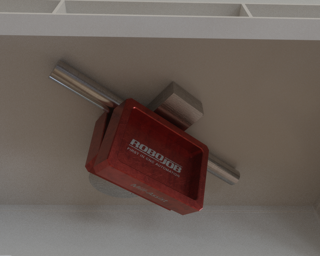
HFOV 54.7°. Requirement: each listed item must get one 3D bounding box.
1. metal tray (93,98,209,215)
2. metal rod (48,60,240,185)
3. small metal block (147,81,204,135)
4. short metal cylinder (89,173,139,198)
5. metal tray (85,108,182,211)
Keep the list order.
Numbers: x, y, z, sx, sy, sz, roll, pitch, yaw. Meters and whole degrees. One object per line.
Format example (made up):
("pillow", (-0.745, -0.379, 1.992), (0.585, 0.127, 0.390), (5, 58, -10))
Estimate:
("metal tray", (-0.003, 0.035, 0.361), (0.131, 0.090, 0.030), (32, 140, -25))
("metal rod", (-0.003, 0.005, 0.413), (0.301, 0.025, 0.025), (32, 123, -25))
("small metal block", (0.018, -0.022, 0.389), (0.050, 0.025, 0.050), (33, 122, -26))
("short metal cylinder", (-0.052, 0.055, 0.429), (0.080, 0.050, 0.080), (4, 137, 4))
("metal tray", (-0.025, 0.040, 0.399), (0.131, 0.090, 0.030), (32, 123, -25))
